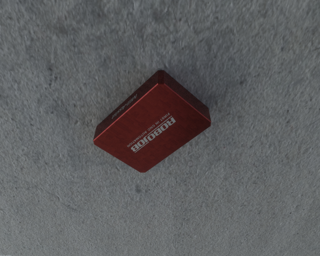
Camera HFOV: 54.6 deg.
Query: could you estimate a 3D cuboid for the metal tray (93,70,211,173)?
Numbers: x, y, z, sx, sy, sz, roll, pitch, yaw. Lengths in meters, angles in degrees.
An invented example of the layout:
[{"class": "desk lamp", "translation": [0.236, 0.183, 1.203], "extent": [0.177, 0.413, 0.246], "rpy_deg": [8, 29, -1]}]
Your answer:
[{"class": "metal tray", "translation": [-0.012, -0.002, 0.402], "extent": [0.090, 0.030, 0.130], "rpy_deg": [36, 121, -27]}]
